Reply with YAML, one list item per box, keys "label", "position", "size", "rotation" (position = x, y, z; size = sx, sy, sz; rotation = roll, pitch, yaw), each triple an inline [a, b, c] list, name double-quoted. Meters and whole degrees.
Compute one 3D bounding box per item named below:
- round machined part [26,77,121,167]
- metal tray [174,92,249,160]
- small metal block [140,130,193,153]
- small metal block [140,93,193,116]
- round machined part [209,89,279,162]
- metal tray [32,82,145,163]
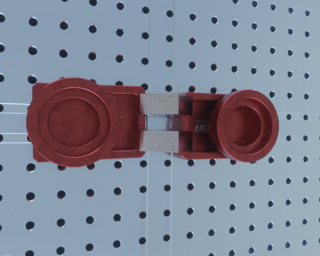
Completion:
- label: "round machined part"
  position: [-0.098, -0.006, 0.354]
  size: [0.099, 0.042, 0.097]
  rotation: [0, 90, -20]
- label: "metal tray"
  position: [0.086, -0.002, 0.442]
  size: [0.131, 0.030, 0.089]
  rotation: [1, 90, -20]
- label: "small metal block"
  position: [0.009, 0.016, 0.387]
  size: [0.050, 0.050, 0.025]
  rotation: [1, 90, 24]
- label: "small metal block"
  position: [0.009, -0.028, 0.387]
  size: [0.050, 0.050, 0.025]
  rotation: [1, 90, 24]
- label: "round machined part"
  position: [0.112, -0.003, 0.431]
  size: [0.099, 0.042, 0.097]
  rotation: [0, 90, -20]
- label: "metal tray"
  position: [-0.085, -0.007, 0.380]
  size: [0.131, 0.030, 0.089]
  rotation: [-1, 92, -20]
